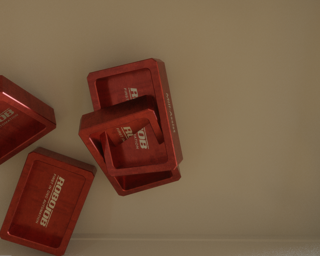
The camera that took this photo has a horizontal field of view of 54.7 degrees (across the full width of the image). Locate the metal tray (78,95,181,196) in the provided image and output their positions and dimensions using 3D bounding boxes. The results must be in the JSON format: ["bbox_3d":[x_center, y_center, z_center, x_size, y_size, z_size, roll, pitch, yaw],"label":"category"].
[{"bbox_3d":[-0.033,0.028,0.395,0.090,0.030,0.130,-17,130,6],"label":"metal tray"}]

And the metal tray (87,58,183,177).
[{"bbox_3d":[-0.030,-0.011,0.375,0.090,0.030,0.129,-9,96,19],"label":"metal tray"}]

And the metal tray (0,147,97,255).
[{"bbox_3d":[-0.153,0.102,0.429,0.090,0.030,0.129,21,96,-8],"label":"metal tray"}]

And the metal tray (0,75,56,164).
[{"bbox_3d":[-0.209,0.002,0.382,0.130,0.030,0.090,-32,143,11],"label":"metal tray"}]
